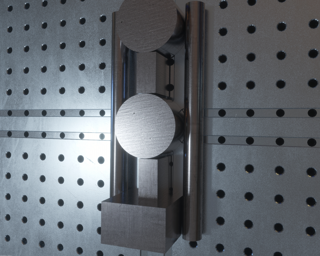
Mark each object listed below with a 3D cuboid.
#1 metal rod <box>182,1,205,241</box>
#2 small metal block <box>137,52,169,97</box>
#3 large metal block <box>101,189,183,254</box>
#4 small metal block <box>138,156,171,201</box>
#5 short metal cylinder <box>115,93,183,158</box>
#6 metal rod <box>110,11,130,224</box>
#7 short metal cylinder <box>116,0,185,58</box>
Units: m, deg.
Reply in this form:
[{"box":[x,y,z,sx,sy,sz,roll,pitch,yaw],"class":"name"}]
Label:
[{"box":[0.043,-0.008,0.396,0.025,0.025,0.298,1,90,20],"class":"metal rod"},{"box":[-0.008,-0.068,0.401,0.025,0.050,0.050,1,90,20],"class":"small metal block"},{"box":[-0.018,0.112,0.390,0.080,0.080,0.050,1,91,20],"class":"large metal block"},{"box":[-0.006,0.063,0.400,0.025,0.050,0.050,0,90,20],"class":"small metal block"},{"box":[-0.011,-0.003,0.403,0.080,0.050,0.080,0,90,20],"class":"short metal cylinder"},{"box":[-0.056,-0.009,0.431,0.025,0.025,0.298,1,90,20],"class":"metal rod"},{"box":[-0.009,-0.132,0.402,0.080,0.050,0.080,0,90,20],"class":"short metal cylinder"}]
